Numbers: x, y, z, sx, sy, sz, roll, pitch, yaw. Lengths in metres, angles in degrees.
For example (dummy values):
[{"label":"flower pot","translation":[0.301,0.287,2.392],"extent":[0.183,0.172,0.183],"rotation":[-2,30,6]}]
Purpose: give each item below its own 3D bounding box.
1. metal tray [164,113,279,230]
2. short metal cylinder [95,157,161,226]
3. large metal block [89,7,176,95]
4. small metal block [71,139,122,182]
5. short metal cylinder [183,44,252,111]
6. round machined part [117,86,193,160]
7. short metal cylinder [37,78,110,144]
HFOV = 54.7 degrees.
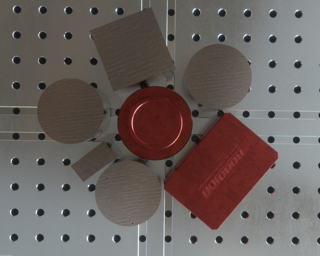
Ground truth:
[{"label":"metal tray","translation":[0.079,0.055,0.410],"extent":[0.090,0.030,0.130],"rotation":[41,89,0]},{"label":"short metal cylinder","translation":[-0.038,0.079,0.400],"extent":[0.081,0.050,0.080],"rotation":[0,90,0]},{"label":"large metal block","translation":[-0.033,-0.096,0.400],"extent":[0.080,0.050,0.080],"rotation":[-21,90,0]},{"label":"small metal block","translation":[-0.080,0.041,0.399],"extent":[0.050,0.050,0.025],"rotation":[-37,90,0]},{"label":"short metal cylinder","translation":[0.071,-0.062,0.401],"extent":[0.081,0.050,0.080],"rotation":[0,90,0]},{"label":"round machined part","translation":[-0.006,-0.006,0.404],"extent":[0.099,0.042,0.097],"rotation":[0,90,0]},{"label":"short metal cylinder","translation":[-0.108,-0.020,0.399],"extent":[0.081,0.050,0.080],"rotation":[0,90,0]}]
